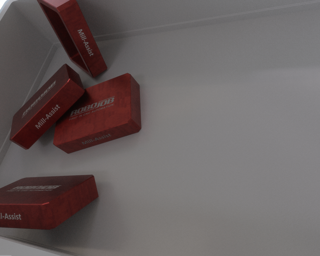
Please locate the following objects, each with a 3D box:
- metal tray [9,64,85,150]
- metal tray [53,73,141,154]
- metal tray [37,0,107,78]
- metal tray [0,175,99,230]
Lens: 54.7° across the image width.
[{"bbox_3d":[-0.181,-0.037,0.496,0.130,0.030,0.090,-44,33,5],"label":"metal tray"},{"bbox_3d":[-0.094,-0.021,0.465,0.130,0.030,0.090,-17,55,18],"label":"metal tray"},{"bbox_3d":[-0.142,-0.153,0.504,0.030,0.130,0.090,-39,50,-16],"label":"metal tray"},{"bbox_3d":[-0.157,0.091,0.392,0.130,0.090,0.030,-6,100,25],"label":"metal tray"}]
